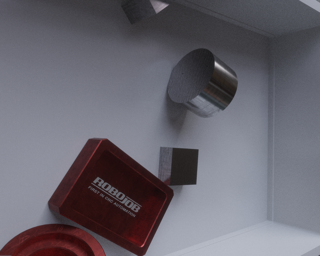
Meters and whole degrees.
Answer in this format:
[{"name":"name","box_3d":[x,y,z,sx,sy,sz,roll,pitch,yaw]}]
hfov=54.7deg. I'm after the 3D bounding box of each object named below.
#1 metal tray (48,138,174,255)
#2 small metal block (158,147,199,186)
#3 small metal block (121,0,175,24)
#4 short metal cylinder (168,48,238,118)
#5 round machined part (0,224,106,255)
[{"name":"metal tray","box_3d":[-0.050,0.082,0.363,0.130,0.030,0.090,43,64,-32]},{"name":"small metal block","box_3d":[0.026,0.053,0.431,0.050,0.025,0.050,7,86,-40]},{"name":"small metal block","box_3d":[-0.011,-0.157,0.382,0.050,0.050,0.025,-46,118,-30]},{"name":"short metal cylinder","box_3d":[0.057,-0.060,0.421,0.050,0.080,0.080,27,73,-37]},{"name":"round machined part","box_3d":[-0.101,0.141,0.287,0.099,0.098,0.042,-10,129,-40]}]
